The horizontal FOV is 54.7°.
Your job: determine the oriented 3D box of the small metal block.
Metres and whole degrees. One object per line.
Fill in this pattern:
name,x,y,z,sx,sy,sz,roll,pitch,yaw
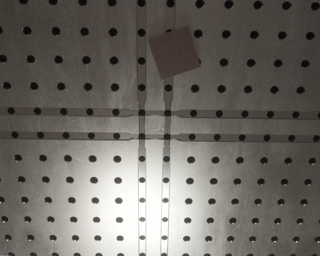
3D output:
small metal block,0.017,-0.093,0.380,0.050,0.025,0.050,-18,109,6
